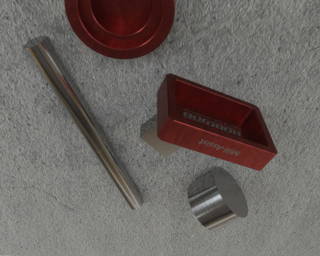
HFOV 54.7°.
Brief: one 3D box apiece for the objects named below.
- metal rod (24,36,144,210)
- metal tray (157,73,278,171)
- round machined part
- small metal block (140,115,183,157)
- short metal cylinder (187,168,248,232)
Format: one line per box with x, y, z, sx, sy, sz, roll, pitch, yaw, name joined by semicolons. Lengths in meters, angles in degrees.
-0.086;0.017;0.419;0.025;0.025;0.299;-14;129;11;metal rod
0.062;-0.008;0.358;0.131;0.090;0.030;18;128;-15;metal tray
-0.036;-0.119;0.294;0.099;0.042;0.097;-1;130;0;round machined part
0.009;0.006;0.412;0.050;0.025;0.050;-34;123;25;small metal block
0.087;0.106;0.463;0.050;0.080;0.080;-37;122;27;short metal cylinder
